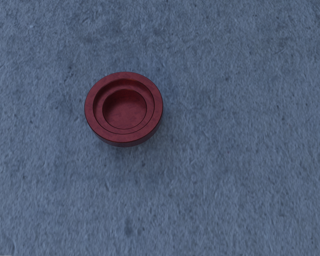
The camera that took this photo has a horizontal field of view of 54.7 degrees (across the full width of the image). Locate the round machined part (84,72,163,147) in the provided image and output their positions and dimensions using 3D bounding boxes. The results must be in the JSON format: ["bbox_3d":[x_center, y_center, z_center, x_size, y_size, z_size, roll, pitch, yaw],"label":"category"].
[{"bbox_3d":[-0.045,-0.021,0.406,0.099,0.042,0.098,0,70,-1],"label":"round machined part"}]
